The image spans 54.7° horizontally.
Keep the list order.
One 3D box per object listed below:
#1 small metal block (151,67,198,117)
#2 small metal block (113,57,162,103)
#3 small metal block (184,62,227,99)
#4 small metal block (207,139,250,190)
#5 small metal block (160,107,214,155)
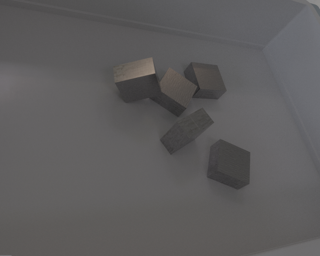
[{"bbox_3d":[0.020,-0.052,0.448,0.050,0.025,0.050,33,51,-6],"label":"small metal block"},{"bbox_3d":[-0.028,-0.060,0.399,0.050,0.050,0.025,-12,63,5],"label":"small metal block"},{"bbox_3d":[0.071,-0.074,0.489,0.050,0.025,0.050,0,62,-28],"label":"small metal block"},{"bbox_3d":[0.095,0.050,0.426,0.050,0.025,0.050,24,53,-14],"label":"small metal block"},{"bbox_3d":[0.035,0.004,0.405,0.050,0.050,0.025,-29,78,-37],"label":"small metal block"}]
